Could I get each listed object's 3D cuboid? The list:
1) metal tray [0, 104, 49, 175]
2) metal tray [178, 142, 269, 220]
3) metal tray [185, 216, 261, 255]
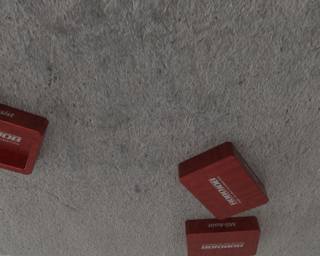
[{"bbox_3d":[-0.224,0.008,0.408,0.131,0.030,0.089,19,128,-16],"label":"metal tray"},{"bbox_3d":[0.099,0.086,0.478,0.090,0.030,0.130,-28,125,21],"label":"metal tray"},{"bbox_3d":[0.115,0.207,0.581,0.131,0.030,0.089,-4,130,3],"label":"metal tray"}]
